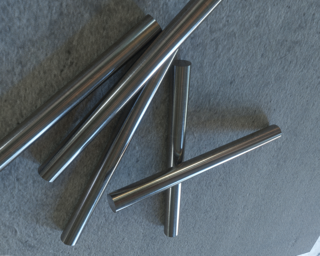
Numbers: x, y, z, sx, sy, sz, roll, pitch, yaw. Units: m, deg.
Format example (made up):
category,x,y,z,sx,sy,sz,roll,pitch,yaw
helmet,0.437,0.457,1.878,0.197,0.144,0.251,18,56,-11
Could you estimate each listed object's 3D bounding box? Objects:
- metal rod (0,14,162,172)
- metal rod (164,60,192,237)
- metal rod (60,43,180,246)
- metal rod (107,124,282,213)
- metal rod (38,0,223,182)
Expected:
category,x,y,z,sx,sy,sz,roll,pitch,yaw
metal rod,-0.119,-0.015,0.333,0.300,0.025,0.025,-41,130,-1
metal rod,0.022,0.049,0.451,0.025,0.025,0.298,-13,124,-22
metal rod,-0.058,0.030,0.394,0.025,0.025,0.298,18,109,-36
metal rod,0.067,0.049,0.448,0.302,0.025,0.025,-19,126,-28
metal rod,-0.032,-0.050,0.340,0.299,0.025,0.025,-46,130,11
